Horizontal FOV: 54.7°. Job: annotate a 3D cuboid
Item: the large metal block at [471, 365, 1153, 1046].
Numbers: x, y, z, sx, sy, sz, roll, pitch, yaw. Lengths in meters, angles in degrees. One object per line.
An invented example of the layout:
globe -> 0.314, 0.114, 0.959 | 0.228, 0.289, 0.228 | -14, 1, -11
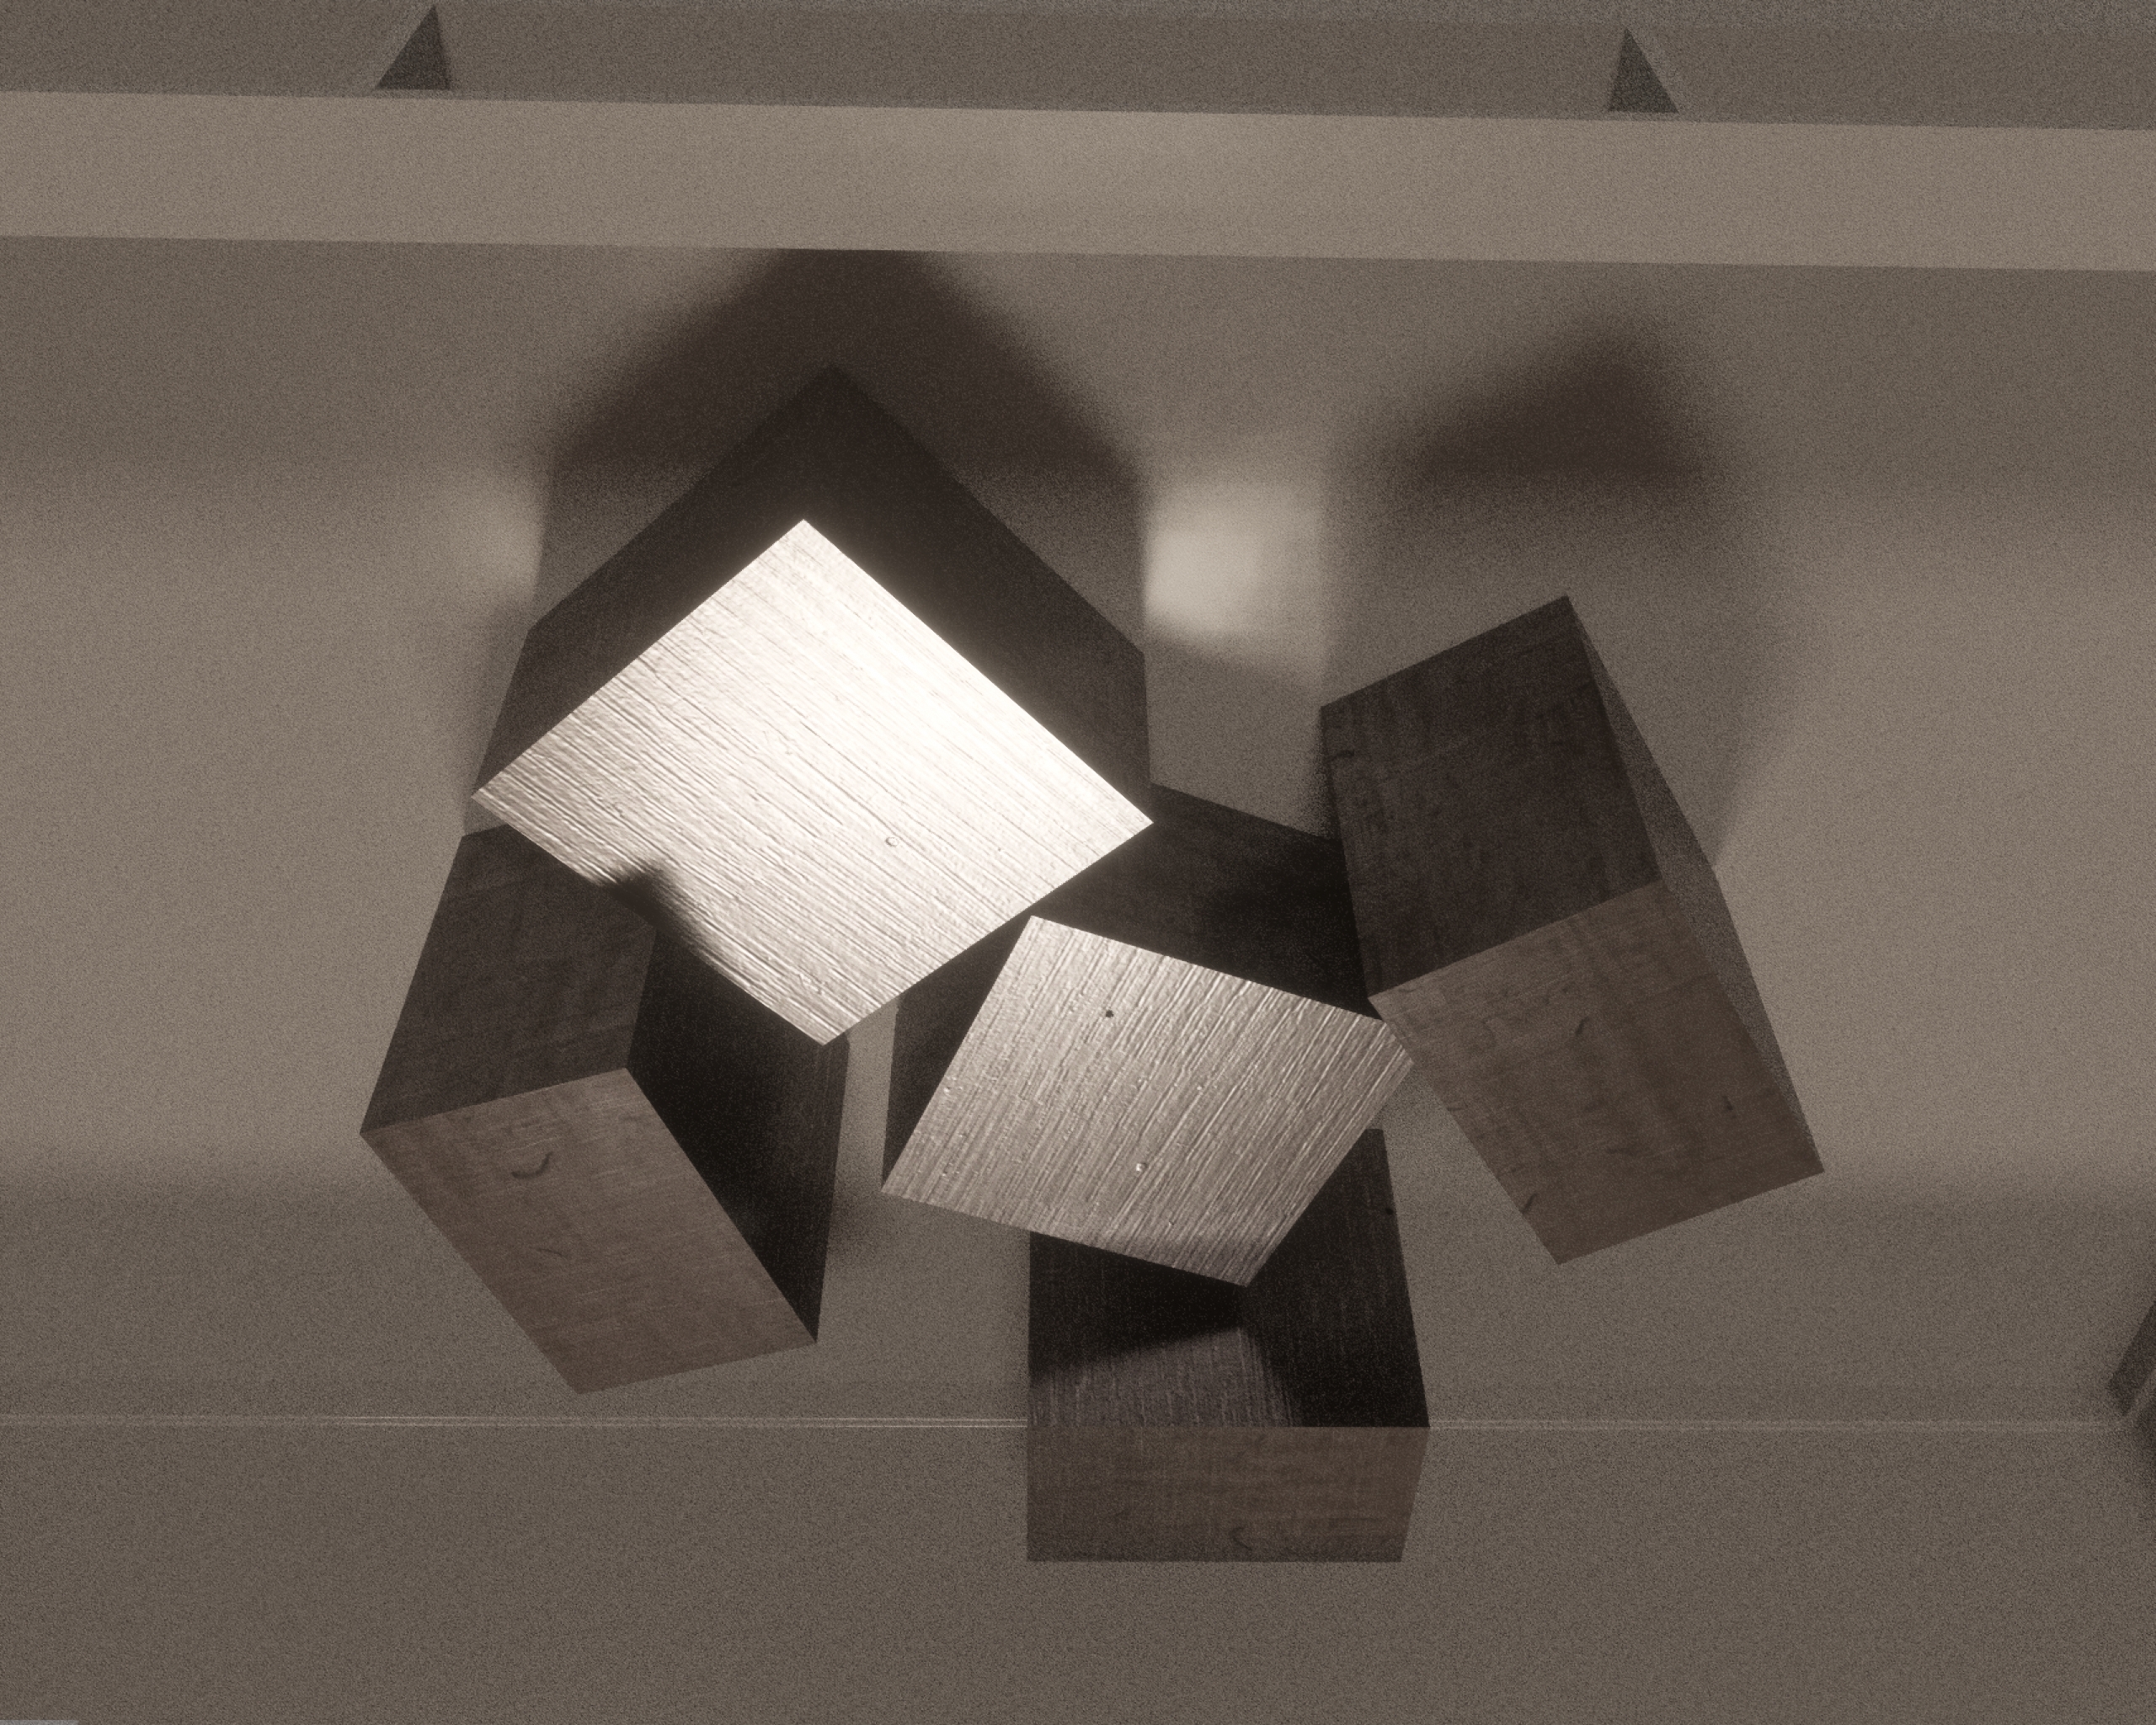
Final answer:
large metal block -> -0.044, -0.025, 0.368 | 0.080, 0.050, 0.080 | -35, 123, 25

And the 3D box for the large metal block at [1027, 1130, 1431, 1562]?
large metal block -> 0.030, 0.106, 0.462 | 0.081, 0.080, 0.050 | 1, 130, -1

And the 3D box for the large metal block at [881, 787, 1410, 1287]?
large metal block -> 0.013, 0.033, 0.419 | 0.081, 0.050, 0.079 | 17, 128, -15

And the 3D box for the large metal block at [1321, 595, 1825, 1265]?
large metal block -> 0.089, 0.012, 0.382 | 0.050, 0.080, 0.080 | -25, 126, 19

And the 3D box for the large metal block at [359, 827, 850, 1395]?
large metal block -> -0.086, 0.043, 0.407 | 0.050, 0.080, 0.080 | -15, 129, 12
